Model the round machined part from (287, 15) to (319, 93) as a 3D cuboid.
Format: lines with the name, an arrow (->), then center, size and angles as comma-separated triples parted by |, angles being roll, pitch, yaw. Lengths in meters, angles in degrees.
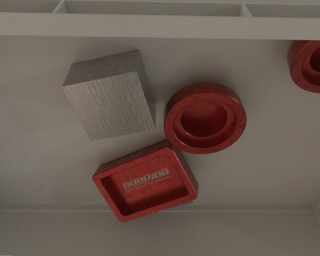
round machined part -> 0.183, -0.083, 0.319 | 0.099, 0.042, 0.098 | 2, 147, 2

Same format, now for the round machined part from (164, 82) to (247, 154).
round machined part -> 0.054, -0.016, 0.385 | 0.099, 0.042, 0.097 | -1, 130, 0

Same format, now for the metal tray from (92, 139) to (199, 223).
metal tray -> -0.021, 0.079, 0.453 | 0.130, 0.030, 0.090 | -23, 107, 17

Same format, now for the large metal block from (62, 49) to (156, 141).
large metal block -> -0.053, -0.037, 0.361 | 0.080, 0.050, 0.080 | -11, 130, 8

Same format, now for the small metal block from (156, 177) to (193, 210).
small metal block -> 0.020, 0.101, 0.496 | 0.050, 0.025, 0.050 | -17, 129, 13
